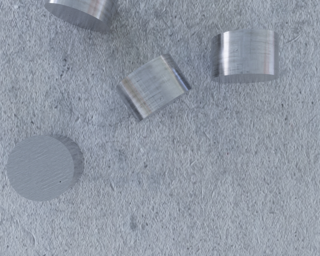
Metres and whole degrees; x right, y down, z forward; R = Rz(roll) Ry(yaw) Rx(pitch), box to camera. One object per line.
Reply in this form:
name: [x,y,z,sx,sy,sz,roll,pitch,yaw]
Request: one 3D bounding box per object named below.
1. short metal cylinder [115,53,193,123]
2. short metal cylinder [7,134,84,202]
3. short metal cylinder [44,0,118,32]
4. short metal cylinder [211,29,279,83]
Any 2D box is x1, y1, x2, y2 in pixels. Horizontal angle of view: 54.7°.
short metal cylinder: [-0.007,-0.048,0.382,0.080,0.080,0.050,-33,90,0]
short metal cylinder: [-0.143,0.048,0.396,0.081,0.050,0.080,0,90,0]
short metal cylinder: [-0.094,-0.158,0.381,0.080,0.080,0.050,16,90,0]
short metal cylinder: [0.104,-0.085,0.383,0.081,0.080,0.050,0,90,0]
